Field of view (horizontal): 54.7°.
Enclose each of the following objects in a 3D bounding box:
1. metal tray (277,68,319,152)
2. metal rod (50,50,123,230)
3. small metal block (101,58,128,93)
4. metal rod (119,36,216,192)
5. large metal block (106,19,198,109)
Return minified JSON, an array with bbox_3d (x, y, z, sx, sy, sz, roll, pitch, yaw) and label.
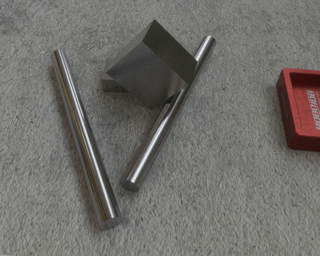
[{"bbox_3d":[0.217,-0.027,0.425,0.091,0.030,0.130,5,50,4],"label":"metal tray"},{"bbox_3d":[-0.107,-0.008,0.408,0.025,0.025,0.300,-17,52,-14],"label":"metal rod"},{"bbox_3d":[-0.058,-0.080,0.470,0.050,0.025,0.050,3,50,2],"label":"small metal block"},{"bbox_3d":[0.025,-0.040,0.437,0.025,0.025,0.301,18,52,14],"label":"metal rod"},{"bbox_3d":[-0.011,-0.082,0.415,0.080,0.080,0.050,39,48,-22],"label":"large metal block"}]
